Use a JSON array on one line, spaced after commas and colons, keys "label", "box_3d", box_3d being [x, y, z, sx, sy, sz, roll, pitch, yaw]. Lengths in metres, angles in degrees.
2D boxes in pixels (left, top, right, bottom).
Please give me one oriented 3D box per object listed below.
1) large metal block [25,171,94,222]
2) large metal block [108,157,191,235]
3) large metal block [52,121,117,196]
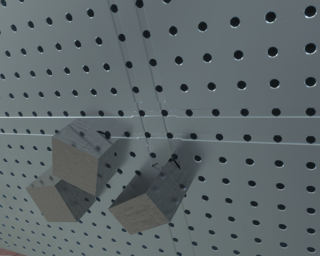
[{"label": "large metal block", "box_3d": [-0.182, 0.124, 0.565, 0.080, 0.050, 0.080, -11, 113, 32]}, {"label": "large metal block", "box_3d": [-0.013, 0.097, 0.441, 0.080, 0.080, 0.050, -31, 101, 37]}, {"label": "large metal block", "box_3d": [-0.119, 0.047, 0.485, 0.080, 0.050, 0.079, 23, 127, 14]}]
